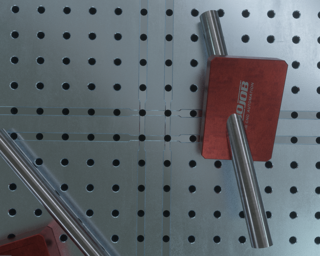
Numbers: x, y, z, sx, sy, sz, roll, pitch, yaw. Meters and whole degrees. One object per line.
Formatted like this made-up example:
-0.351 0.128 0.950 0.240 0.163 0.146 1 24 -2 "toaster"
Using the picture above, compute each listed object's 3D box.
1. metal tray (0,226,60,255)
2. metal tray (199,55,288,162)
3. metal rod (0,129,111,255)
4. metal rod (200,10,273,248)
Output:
-0.173 0.208 0.408 0.090 0.030 0.129 -18 90 -1 "metal tray"
0.101 -0.024 0.392 0.091 0.030 0.129 3 109 -1 "metal tray"
-0.121 0.124 0.411 0.025 0.025 0.300 -40 91 0 "metal rod"
0.093 -0.007 0.389 0.025 0.025 0.298 -11 80 0 "metal rod"
